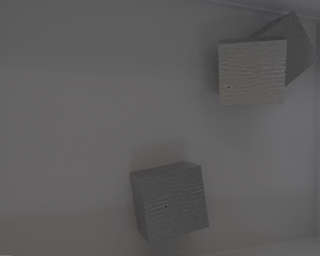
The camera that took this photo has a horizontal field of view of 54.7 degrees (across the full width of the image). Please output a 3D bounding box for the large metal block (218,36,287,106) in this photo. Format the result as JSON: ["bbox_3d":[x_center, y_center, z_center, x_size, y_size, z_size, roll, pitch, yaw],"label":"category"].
[{"bbox_3d":[0.120,-0.076,0.411,0.080,0.050,0.079,-1,112,13],"label":"large metal block"}]

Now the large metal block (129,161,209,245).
[{"bbox_3d":[0.011,0.092,0.401,0.081,0.050,0.080,-9,93,-20],"label":"large metal block"}]

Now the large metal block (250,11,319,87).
[{"bbox_3d":[0.174,-0.112,0.461,0.080,0.050,0.080,-37,102,-16],"label":"large metal block"}]
